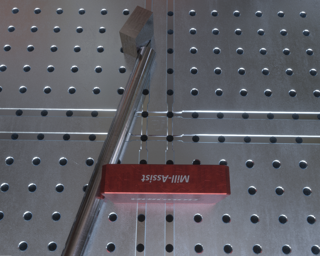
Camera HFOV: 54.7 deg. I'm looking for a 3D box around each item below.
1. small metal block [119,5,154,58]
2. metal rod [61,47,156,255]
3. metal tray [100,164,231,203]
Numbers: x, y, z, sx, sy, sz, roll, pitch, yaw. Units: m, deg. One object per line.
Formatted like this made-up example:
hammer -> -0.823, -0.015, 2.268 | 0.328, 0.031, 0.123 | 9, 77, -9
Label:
small metal block -> -0.032, -0.137, 0.448 | 0.025, 0.050, 0.050 | 27, 72, 9
metal rod -> -0.061, 0.024, 0.402 | 0.025, 0.025, 0.299 | 16, 71, 6
metal tray -> 0.006, 0.066, 0.352 | 0.131, 0.090, 0.030 | 0, 70, 0
